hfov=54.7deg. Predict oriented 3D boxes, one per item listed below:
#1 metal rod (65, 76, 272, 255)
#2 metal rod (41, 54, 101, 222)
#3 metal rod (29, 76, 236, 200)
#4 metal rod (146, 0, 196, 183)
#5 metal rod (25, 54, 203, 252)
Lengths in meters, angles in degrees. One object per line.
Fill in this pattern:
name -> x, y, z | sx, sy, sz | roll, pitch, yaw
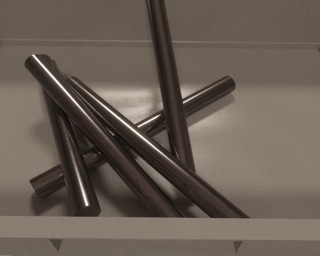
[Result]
metal rod -> -0.011, 0.026, 0.351 | 0.300, 0.025, 0.025 | 38, 59, 25
metal rod -> -0.127, -0.013, 0.391 | 0.025, 0.025, 0.300 | -18, 45, -15
metal rod -> -0.018, 0.001, 0.403 | 0.302, 0.025, 0.025 | -29, 56, -23
metal rod -> 0.009, -0.077, 0.397 | 0.025, 0.025, 0.299 | -7, 73, -6
metal rod -> -0.066, 0.014, 0.358 | 0.025, 0.025, 0.300 | -35, 69, -26
